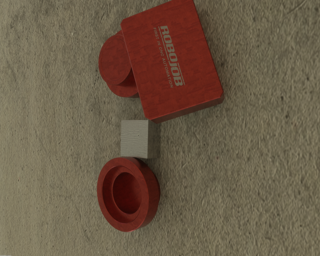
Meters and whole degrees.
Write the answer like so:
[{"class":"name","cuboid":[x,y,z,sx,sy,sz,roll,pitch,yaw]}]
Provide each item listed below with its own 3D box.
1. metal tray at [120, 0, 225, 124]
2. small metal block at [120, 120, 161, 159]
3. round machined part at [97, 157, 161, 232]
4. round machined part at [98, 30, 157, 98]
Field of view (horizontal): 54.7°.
[{"class":"metal tray","cuboid":[0.013,-0.080,0.364,0.090,0.030,0.129,-18,78,10]},{"class":"small metal block","cuboid":[-0.027,0.014,0.424,0.050,0.025,0.050,1,89,39]},{"class":"round machined part","cuboid":[-0.038,0.087,0.423,0.098,0.042,0.097,0,90,39]},{"class":"round machined part","cuboid":[-0.048,-0.092,0.431,0.098,0.042,0.097,0,90,39]}]
